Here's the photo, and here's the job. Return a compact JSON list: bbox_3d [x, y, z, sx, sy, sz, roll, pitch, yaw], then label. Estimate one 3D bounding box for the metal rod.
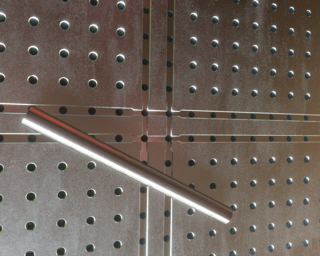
[{"bbox_3d":[-0.028,0.056,0.402,0.301,0.025,0.025,30,80,-18],"label":"metal rod"}]
